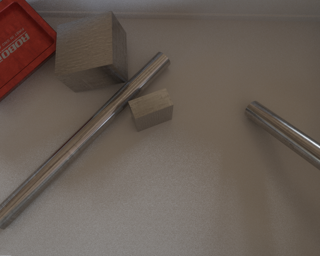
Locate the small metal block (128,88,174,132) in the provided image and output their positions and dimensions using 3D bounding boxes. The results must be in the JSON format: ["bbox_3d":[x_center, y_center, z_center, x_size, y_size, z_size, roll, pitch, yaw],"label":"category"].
[{"bbox_3d":[-0.011,-0.022,0.404,0.050,0.050,0.025,-21,72,-8],"label":"small metal block"}]

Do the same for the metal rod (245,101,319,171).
[{"bbox_3d":[0.204,0.055,0.325,0.025,0.025,0.300,-33,48,-12],"label":"metal rod"}]

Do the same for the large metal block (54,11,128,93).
[{"bbox_3d":[-0.092,-0.101,0.421,0.080,0.050,0.080,-9,69,14],"label":"large metal block"}]

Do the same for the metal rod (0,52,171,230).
[{"bbox_3d":[-0.094,0.006,0.406,0.025,0.025,0.301,40,74,13],"label":"metal rod"}]

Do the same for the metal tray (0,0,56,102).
[{"bbox_3d":[-0.211,-0.107,0.421,0.090,0.030,0.130,47,73,-16],"label":"metal tray"}]
